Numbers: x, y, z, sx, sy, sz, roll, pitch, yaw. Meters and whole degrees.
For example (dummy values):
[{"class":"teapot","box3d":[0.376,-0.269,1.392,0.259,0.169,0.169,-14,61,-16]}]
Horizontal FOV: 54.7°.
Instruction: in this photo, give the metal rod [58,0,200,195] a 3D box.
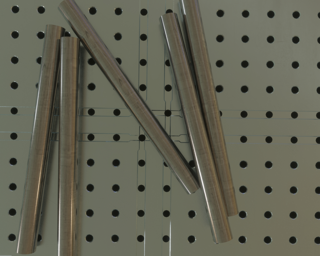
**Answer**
[{"class":"metal rod","box3d":[-0.039,-0.041,0.412,0.025,0.025,0.299,-35,90,0]}]

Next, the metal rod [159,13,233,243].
[{"class":"metal rod","box3d":[0.046,-0.003,0.403,0.025,0.025,0.298,-13,86,0]}]

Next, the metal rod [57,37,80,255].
[{"class":"metal rod","box3d":[-0.120,0.033,0.407,0.025,0.025,0.298,1,92,-1]}]

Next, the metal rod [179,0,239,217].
[{"class":"metal rod","box3d":[0.065,-0.032,0.414,0.025,0.025,0.298,-11,90,0]}]

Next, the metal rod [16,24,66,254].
[{"class":"metal rod","box3d":[-0.158,0.015,0.411,0.025,0.025,0.298,8,90,-1]}]
